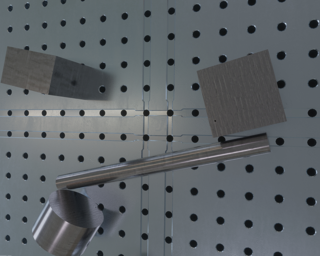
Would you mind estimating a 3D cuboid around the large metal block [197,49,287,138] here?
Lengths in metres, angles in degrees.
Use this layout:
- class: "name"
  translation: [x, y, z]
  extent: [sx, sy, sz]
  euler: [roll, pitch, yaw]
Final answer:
- class: "large metal block"
  translation: [0.097, -0.037, 0.365]
  extent: [0.080, 0.050, 0.080]
  euler: [-14, 85, 19]

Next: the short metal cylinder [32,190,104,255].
- class: "short metal cylinder"
  translation: [-0.126, 0.130, 0.428]
  extent: [0.080, 0.080, 0.050]
  euler: [34, 101, 17]

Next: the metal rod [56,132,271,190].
- class: "metal rod"
  translation: [-0.010, 0.050, 0.415]
  extent: [0.301, 0.025, 0.025]
  euler: [-13, 86, 19]

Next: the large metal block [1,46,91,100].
- class: "large metal block"
  translation: [-0.158, -0.076, 0.439]
  extent: [0.080, 0.080, 0.050]
  euler: [14, 95, 19]
